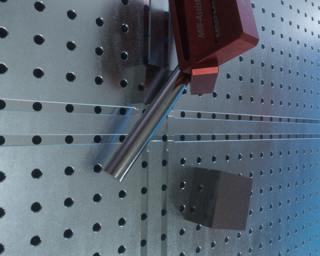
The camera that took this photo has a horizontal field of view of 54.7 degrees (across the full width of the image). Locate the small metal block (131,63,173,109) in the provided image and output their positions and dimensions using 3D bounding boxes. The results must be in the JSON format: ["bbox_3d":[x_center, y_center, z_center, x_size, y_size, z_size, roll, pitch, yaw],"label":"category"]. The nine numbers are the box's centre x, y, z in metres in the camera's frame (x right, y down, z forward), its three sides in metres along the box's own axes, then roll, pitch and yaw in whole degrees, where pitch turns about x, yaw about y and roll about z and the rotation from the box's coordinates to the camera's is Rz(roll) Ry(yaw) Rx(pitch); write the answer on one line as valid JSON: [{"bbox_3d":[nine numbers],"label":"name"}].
[{"bbox_3d":[-0.007,-0.053,0.405,0.050,0.025,0.050,8,85,-40],"label":"small metal block"}]

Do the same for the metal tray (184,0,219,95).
[{"bbox_3d":[0.049,-0.116,0.394,0.090,0.030,0.129,64,21,-79],"label":"metal tray"}]

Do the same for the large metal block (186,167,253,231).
[{"bbox_3d":[0.092,0.109,0.473,0.080,0.050,0.080,19,78,-39],"label":"large metal block"}]

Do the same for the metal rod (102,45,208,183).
[{"bbox_3d":[0.026,-0.064,0.392,0.025,0.025,0.300,46,69,-31],"label":"metal rod"}]

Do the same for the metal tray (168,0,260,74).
[{"bbox_3d":[0.055,-0.136,0.355,0.030,0.090,0.129,6,70,-41],"label":"metal tray"}]
